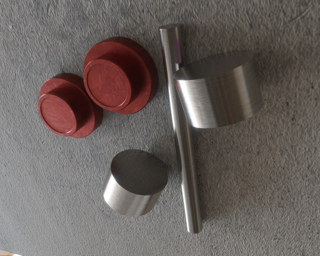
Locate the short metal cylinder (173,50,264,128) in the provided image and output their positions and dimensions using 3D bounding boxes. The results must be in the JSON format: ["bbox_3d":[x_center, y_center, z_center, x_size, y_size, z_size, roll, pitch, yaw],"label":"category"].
[{"bbox_3d":[0.059,-0.041,0.314,0.080,0.080,0.050,-5,116,30],"label":"short metal cylinder"}]

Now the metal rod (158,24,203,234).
[{"bbox_3d":[0.032,0.021,0.401,0.025,0.025,0.298,5,121,25],"label":"metal rod"}]

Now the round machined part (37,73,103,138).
[{"bbox_3d":[-0.136,-0.027,0.449,0.098,0.042,0.097,13,124,20],"label":"round machined part"}]

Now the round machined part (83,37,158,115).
[{"bbox_3d":[-0.055,-0.060,0.386,0.098,0.042,0.097,13,124,20],"label":"round machined part"}]

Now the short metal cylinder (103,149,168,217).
[{"bbox_3d":[-0.035,0.076,0.435,0.080,0.080,0.050,31,128,8],"label":"short metal cylinder"}]
